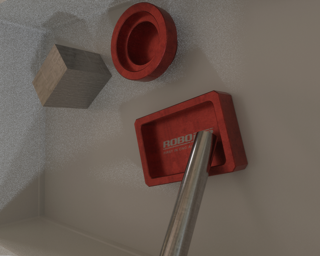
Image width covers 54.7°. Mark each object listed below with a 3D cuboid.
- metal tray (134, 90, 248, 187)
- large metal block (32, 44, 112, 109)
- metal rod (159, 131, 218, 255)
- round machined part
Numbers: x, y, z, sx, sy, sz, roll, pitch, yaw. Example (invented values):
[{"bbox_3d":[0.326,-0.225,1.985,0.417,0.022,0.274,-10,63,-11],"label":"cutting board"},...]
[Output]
[{"bbox_3d":[0.031,0.017,0.375,0.130,0.030,0.090,-18,79,38],"label":"metal tray"},{"bbox_3d":[-0.136,-0.076,0.480,0.080,0.081,0.050,-46,63,30],"label":"large metal block"},{"bbox_3d":[0.006,0.136,0.280,0.025,0.025,0.300,-4,55,39],"label":"metal rod"},{"bbox_3d":[-0.016,-0.109,0.407,0.098,0.042,0.097,0,90,39],"label":"round machined part"}]
